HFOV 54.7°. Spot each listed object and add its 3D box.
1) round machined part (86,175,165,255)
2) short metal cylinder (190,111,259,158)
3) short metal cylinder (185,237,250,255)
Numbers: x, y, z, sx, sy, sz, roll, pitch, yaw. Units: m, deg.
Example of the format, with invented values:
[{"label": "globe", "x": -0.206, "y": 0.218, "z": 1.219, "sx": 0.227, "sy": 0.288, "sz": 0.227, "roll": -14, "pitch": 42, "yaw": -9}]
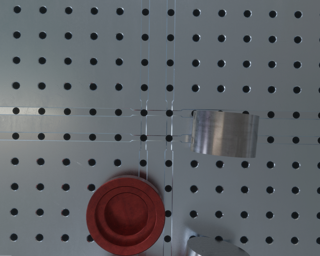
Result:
[{"label": "round machined part", "x": -0.042, "y": 0.110, "z": 0.405, "sx": 0.099, "sy": 0.042, "sz": 0.097, "roll": 0, "pitch": 90, "yaw": 0}, {"label": "short metal cylinder", "x": 0.080, "y": 0.007, "z": 0.387, "sx": 0.081, "sy": 0.080, "sz": 0.050, "roll": 5, "pitch": 90, "yaw": 0}, {"label": "short metal cylinder", "x": 0.069, "y": 0.177, "z": 0.387, "sx": 0.080, "sy": 0.080, "sz": 0.050, "roll": 12, "pitch": 90, "yaw": 0}]
